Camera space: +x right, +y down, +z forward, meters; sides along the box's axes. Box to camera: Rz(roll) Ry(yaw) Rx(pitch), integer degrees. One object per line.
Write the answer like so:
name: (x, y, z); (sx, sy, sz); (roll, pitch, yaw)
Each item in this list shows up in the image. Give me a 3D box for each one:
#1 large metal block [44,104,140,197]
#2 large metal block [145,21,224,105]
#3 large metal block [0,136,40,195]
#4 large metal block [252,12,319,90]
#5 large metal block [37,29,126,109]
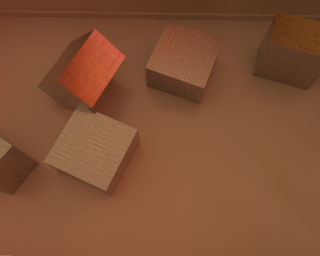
large metal block: (-0.080, 0.029, 0.385); (0.080, 0.050, 0.080); (23, 72, 8)
large metal block: (0.033, -0.090, 0.430); (0.080, 0.050, 0.080); (20, 71, 7)
large metal block: (-0.205, 0.031, 0.367); (0.080, 0.080, 0.050); (32, 73, 10)
large metal block: (0.181, -0.101, 0.420); (0.080, 0.080, 0.050); (16, 71, 5)
large metal block: (-0.102, -0.072, 0.398); (0.050, 0.080, 0.080); (40, 69, -30)
